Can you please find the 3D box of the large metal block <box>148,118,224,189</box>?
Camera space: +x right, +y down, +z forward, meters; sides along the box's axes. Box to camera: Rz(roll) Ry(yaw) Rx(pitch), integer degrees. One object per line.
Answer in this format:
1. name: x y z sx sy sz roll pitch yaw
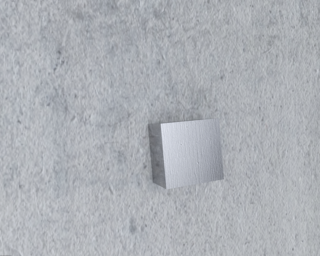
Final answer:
1. large metal block: 0.033 0.030 0.409 0.081 0.050 0.079 -6 92 -20
